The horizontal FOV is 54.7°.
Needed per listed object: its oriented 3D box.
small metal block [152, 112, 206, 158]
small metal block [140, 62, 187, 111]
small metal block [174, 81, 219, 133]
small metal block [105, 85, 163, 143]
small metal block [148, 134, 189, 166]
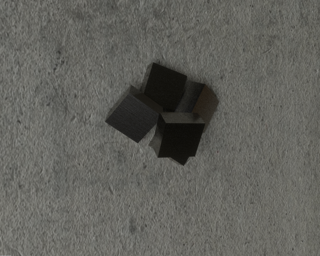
[{"bbox_3d":[0.022,0.009,0.381,0.050,0.025,0.050,0,123,-20],"label":"small metal block"},{"bbox_3d":[0.003,-0.053,0.413,0.050,0.025,0.050,18,84,-20],"label":"small metal block"},{"bbox_3d":[0.050,-0.028,0.418,0.050,0.025,0.050,38,75,-51],"label":"small metal block"},{"bbox_3d":[-0.032,-0.017,0.387,0.050,0.025,0.050,35,114,-18],"label":"small metal block"},{"bbox_3d":[0.020,0.016,0.419,0.050,0.025,0.050,34,79,-17],"label":"small metal block"}]
